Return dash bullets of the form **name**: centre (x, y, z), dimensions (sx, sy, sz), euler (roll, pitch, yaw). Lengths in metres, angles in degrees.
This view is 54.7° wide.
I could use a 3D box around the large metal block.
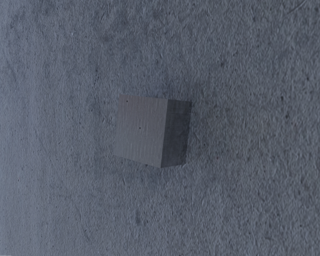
- **large metal block**: centre (-0.010, 0.001, 0.396), dimensions (0.080, 0.050, 0.079), euler (10, 97, 39)
